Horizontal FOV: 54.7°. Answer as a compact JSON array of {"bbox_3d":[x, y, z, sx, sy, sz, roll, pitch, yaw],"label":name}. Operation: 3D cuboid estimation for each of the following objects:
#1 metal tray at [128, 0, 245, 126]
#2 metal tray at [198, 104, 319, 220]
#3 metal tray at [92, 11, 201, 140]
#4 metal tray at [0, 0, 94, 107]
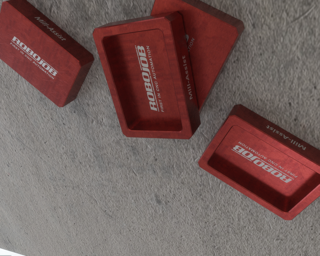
[{"bbox_3d":[0.023,-0.074,0.346,0.090,0.030,0.129,30,128,8],"label":"metal tray"},{"bbox_3d":[0.122,0.042,0.365,0.130,0.030,0.089,32,129,7],"label":"metal tray"},{"bbox_3d":[-0.012,-0.052,0.338,0.090,0.030,0.129,1,119,28],"label":"metal tray"},{"bbox_3d":[-0.163,-0.101,0.427,0.130,0.030,0.089,40,129,1],"label":"metal tray"}]
